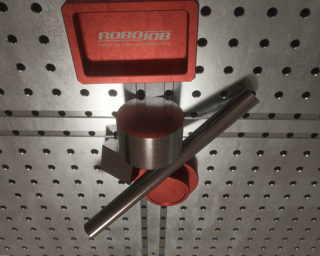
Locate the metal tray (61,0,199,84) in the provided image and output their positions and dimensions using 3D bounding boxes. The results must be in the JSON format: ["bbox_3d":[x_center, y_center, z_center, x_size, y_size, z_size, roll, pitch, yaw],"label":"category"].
[{"bbox_3d":[-0.027,-0.093,0.328,0.131,0.030,0.089,-1,130,0],"label":"metal tray"}]

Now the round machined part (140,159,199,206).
[{"bbox_3d":[0.010,0.082,0.471,0.099,0.042,0.097,-1,131,0],"label":"round machined part"}]

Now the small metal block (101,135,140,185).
[{"bbox_3d":[-0.054,0.045,0.436,0.050,0.025,0.050,26,131,16],"label":"small metal block"}]

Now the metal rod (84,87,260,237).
[{"bbox_3d":[0.006,0.054,0.418,0.299,0.025,0.025,-42,120,15],"label":"metal rod"}]

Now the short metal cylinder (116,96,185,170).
[{"bbox_3d":[-0.012,0.004,0.379,0.081,0.080,0.050,0,130,-1],"label":"short metal cylinder"}]
